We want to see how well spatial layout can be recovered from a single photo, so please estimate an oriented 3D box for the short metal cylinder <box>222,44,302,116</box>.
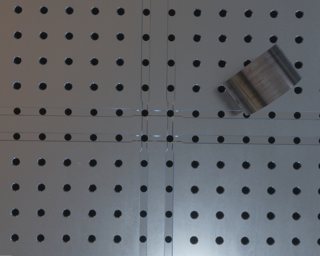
[{"bbox_3d":[0.126,-0.059,0.387,0.080,0.080,0.050,-37,90,0],"label":"short metal cylinder"}]
